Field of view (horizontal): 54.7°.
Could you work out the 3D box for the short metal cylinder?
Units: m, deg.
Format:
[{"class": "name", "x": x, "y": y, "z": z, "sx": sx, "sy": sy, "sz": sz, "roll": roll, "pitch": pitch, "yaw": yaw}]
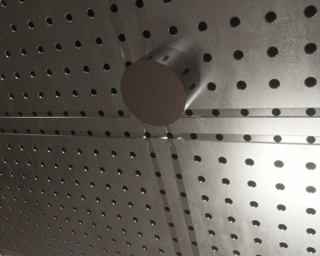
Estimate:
[{"class": "short metal cylinder", "x": 0.001, "y": -0.049, "z": 0.363, "sx": 0.080, "sy": 0.050, "sz": 0.079, "roll": 13, "pitch": 124, "yaw": 20}]
